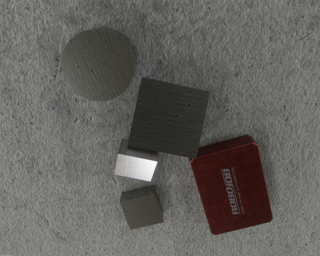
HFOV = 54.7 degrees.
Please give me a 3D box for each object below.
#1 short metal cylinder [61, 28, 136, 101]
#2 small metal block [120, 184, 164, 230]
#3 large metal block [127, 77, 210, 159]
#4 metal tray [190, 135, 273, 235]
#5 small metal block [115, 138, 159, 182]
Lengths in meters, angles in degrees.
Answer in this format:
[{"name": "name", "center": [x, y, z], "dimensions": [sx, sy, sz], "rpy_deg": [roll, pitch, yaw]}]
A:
[{"name": "short metal cylinder", "center": [-0.069, -0.077, 0.367], "dimensions": [0.081, 0.050, 0.079], "rpy_deg": [0, 110, 0]}, {"name": "small metal block", "center": [-0.026, 0.116, 0.452], "dimensions": [0.050, 0.025, 0.050], "rpy_deg": [-15, 110, 5]}, {"name": "large metal block", "center": [0.009, -0.011, 0.379], "dimensions": [0.081, 0.050, 0.080], "rpy_deg": [12, 89, -5]}, {"name": "metal tray", "center": [0.101, 0.082, 0.438], "dimensions": [0.090, 0.030, 0.129], "rpy_deg": [-16, 110, 5]}, {"name": "small metal block", "center": [-0.031, 0.044, 0.414], "dimensions": [0.050, 0.025, 0.050], "rpy_deg": [12, 139, -5]}]
